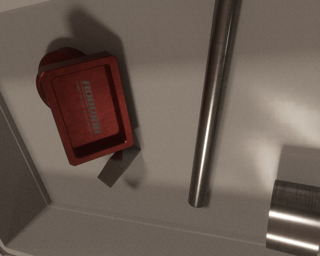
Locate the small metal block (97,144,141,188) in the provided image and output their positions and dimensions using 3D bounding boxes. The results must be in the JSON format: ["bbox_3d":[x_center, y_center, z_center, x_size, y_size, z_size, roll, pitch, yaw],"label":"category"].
[{"bbox_3d":[-0.060,0.052,0.455,0.025,0.050,0.050,38,129,2],"label":"small metal block"}]

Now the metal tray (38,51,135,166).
[{"bbox_3d":[-0.090,-0.024,0.398,0.030,0.091,0.129,41,146,56],"label":"metal tray"}]

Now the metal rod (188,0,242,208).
[{"bbox_3d":[0.060,-0.020,0.364,0.025,0.025,0.298,16,125,19],"label":"metal rod"}]

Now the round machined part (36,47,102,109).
[{"bbox_3d":[-0.130,-0.058,0.428,0.098,0.042,0.097,13,124,20],"label":"round machined part"}]

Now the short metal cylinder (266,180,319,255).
[{"bbox_3d":[0.154,0.103,0.356,0.050,0.080,0.079,7,122,24],"label":"short metal cylinder"}]
